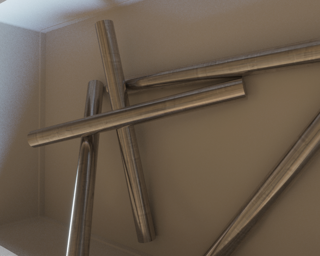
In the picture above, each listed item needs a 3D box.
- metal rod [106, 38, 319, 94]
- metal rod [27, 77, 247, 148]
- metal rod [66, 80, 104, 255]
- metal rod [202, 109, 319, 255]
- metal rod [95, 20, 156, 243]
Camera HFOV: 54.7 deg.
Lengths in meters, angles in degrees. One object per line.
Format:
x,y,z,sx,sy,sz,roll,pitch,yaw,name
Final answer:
0.045,-0.065,0.367,0.300,0.025,0.025,-3,88,39,metal rod
-0.045,-0.013,0.389,0.301,0.025,0.025,-12,82,22,metal rod
-0.096,0.056,0.406,0.025,0.025,0.299,-31,47,35,metal rod
0.119,0.051,0.307,0.025,0.025,0.298,44,116,30,metal rod
-0.047,0.004,0.419,0.025,0.025,0.298,-11,90,39,metal rod
